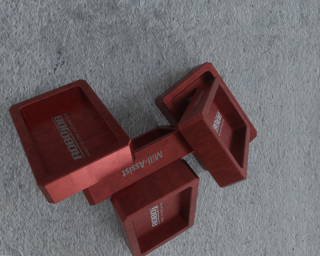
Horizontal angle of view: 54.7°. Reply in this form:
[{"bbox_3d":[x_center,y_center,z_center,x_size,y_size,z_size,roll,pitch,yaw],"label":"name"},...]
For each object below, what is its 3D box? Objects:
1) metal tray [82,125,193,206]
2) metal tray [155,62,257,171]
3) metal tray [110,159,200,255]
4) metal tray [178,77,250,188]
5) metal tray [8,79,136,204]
[{"bbox_3d":[-0.033,0.037,0.364,0.131,0.090,0.030,-26,99,-18],"label":"metal tray"},{"bbox_3d":[0.067,-0.014,0.433,0.090,0.030,0.130,-40,103,-16],"label":"metal tray"},{"bbox_3d":[-0.002,0.100,0.364,0.091,0.030,0.129,-26,144,-18],"label":"metal tray"},{"bbox_3d":[0.073,-0.001,0.379,0.090,0.030,0.130,54,29,-13],"label":"metal tray"},{"bbox_3d":[-0.095,0.005,0.325,0.091,0.130,0.030,-26,138,-19],"label":"metal tray"}]
